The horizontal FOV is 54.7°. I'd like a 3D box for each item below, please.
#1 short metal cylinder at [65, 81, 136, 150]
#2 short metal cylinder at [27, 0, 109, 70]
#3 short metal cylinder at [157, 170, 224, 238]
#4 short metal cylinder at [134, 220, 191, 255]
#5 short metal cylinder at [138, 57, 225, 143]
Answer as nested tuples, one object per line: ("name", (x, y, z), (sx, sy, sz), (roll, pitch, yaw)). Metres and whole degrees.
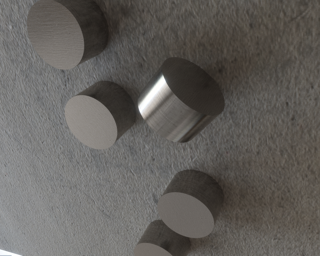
("short metal cylinder", (-0.080, -0.018, 0.420), (0.080, 0.050, 0.079), (13, 124, 20))
("short metal cylinder", (-0.110, -0.117, 0.375), (0.080, 0.050, 0.079), (13, 124, 20))
("short metal cylinder", (0.043, 0.105, 0.432), (0.080, 0.050, 0.079), (13, 124, 20))
("short metal cylinder", (0.004, 0.200, 0.510), (0.080, 0.050, 0.079), (13, 124, 20))
("short metal cylinder", (0.023, -0.031, 0.339), (0.080, 0.080, 0.050), (42, 129, -1))
